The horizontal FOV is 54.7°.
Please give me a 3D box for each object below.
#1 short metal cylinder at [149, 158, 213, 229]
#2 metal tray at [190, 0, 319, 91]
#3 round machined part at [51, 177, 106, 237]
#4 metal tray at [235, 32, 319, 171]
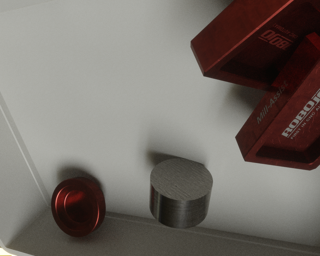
[{"bbox_3d":[0.027,0.085,0.410,0.080,0.080,0.050,15,125,19],"label":"short metal cylinder"},{"bbox_3d":[0.100,-0.070,0.249,0.090,0.131,0.030,-37,62,39],"label":"metal tray"},{"bbox_3d":[-0.134,0.132,0.531,0.098,0.042,0.097,1,92,23],"label":"round machined part"},{"bbox_3d":[0.142,-0.015,0.289,0.091,0.030,0.129,9,132,-18],"label":"metal tray"}]
